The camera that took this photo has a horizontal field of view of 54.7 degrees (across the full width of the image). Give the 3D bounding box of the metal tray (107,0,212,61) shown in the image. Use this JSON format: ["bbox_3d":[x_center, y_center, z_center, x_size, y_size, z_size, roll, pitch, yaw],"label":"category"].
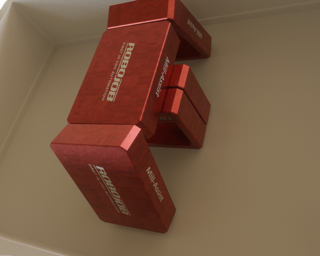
[{"bbox_3d":[0.004,-0.124,0.410,0.090,0.131,0.030,1,83,28],"label":"metal tray"}]

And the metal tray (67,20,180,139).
[{"bbox_3d":[-0.037,-0.054,0.337,0.090,0.030,0.130,1,62,28],"label":"metal tray"}]

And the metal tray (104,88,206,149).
[{"bbox_3d":[-0.020,-0.009,0.379,0.130,0.090,0.030,1,62,28],"label":"metal tray"}]

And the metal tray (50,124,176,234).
[{"bbox_3d":[-0.044,0.055,0.324,0.090,0.129,0.030,1,41,28],"label":"metal tray"}]

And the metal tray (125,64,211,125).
[{"bbox_3d":[-0.012,-0.037,0.391,0.130,0.090,0.030,1,62,28],"label":"metal tray"}]
